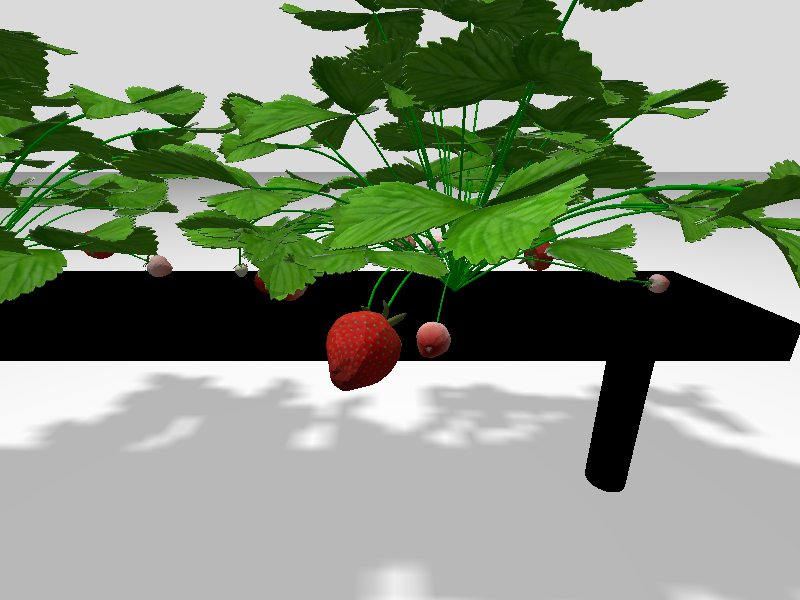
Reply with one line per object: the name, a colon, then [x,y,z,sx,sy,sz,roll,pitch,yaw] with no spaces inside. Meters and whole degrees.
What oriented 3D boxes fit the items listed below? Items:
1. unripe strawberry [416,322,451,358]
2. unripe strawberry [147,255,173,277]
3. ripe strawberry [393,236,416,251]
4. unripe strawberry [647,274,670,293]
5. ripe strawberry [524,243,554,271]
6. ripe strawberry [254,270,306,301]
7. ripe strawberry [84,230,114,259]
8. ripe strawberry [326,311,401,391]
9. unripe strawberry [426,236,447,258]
unripe strawberry: [0.020,0.025,0.243,0.021,0.022,0.023,5,21,13]
unripe strawberry: [-0.247,-0.034,0.412,0.022,0.022,0.021,23,10,-24]
ripe strawberry: [0.004,-0.067,0.491,0.028,0.030,0.031,-7,20,-18]
unripe strawberry: [0.235,-0.015,0.363,0.017,0.017,0.016,1,20,1]
ripe strawberry: [0.155,-0.050,0.437,0.036,0.035,0.033,-14,24,-35]
ripe strawberry: [-0.100,-0.019,0.336,0.041,0.040,0.045,-4,20,-9]
ripe strawberry: [-0.358,-0.068,0.482,0.039,0.035,0.036,6,20,17]
ripe strawberry: [-0.022,0.028,0.209,0.040,0.042,0.044,8,35,22]
unripe strawberry: [0.046,-0.064,0.482,0.031,0.028,0.028,-1,19,-2]
